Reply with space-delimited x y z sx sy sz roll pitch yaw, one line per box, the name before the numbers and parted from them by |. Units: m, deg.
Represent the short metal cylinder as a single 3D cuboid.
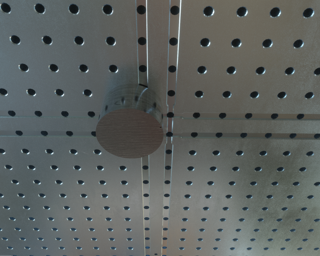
short metal cylinder | -0.036 -0.008 0.388 0.080 0.050 0.080 0 130 0
